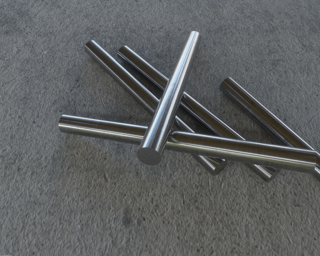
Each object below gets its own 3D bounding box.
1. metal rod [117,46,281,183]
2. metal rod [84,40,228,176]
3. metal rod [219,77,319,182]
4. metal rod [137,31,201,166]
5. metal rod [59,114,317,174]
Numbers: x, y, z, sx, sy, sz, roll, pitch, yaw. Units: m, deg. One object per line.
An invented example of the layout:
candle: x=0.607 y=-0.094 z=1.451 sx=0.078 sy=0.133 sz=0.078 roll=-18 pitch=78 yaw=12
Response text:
metal rod: x=0.037 y=-0.034 z=0.431 sx=0.025 sy=0.025 sz=0.300 roll=-32 pitch=57 yaw=-24
metal rod: x=-0.022 y=-0.044 z=0.439 sx=0.025 sy=0.025 sz=0.300 roll=-31 pitch=57 yaw=-23
metal rod: x=0.177 y=0.033 z=0.376 sx=0.025 sy=0.025 sz=0.300 roll=-26 pitch=55 yaw=-20
metal rod: x=0.024 y=-0.063 z=0.421 sx=0.025 sy=0.025 sz=0.301 roll=11 pitch=40 yaw=9
metal rod: x=0.017 y=0.015 z=0.364 sx=0.301 sy=0.025 sz=0.025 roll=8 pitch=50 yaw=17
